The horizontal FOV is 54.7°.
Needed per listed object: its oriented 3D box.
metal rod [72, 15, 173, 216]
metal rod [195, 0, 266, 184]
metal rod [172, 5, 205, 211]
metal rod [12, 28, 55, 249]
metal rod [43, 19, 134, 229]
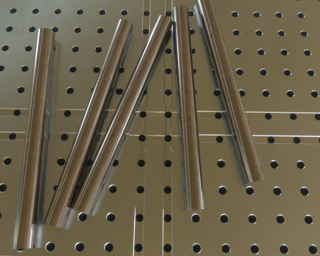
[{"bbox_3d":[-0.043,-0.031,0.422,0.025,0.025,0.300,19,71,6],"label":"metal rod"},{"bbox_3d":[0.094,-0.070,0.438,0.025,0.025,0.299,-10,70,-4],"label":"metal rod"},{"bbox_3d":[0.037,-0.041,0.426,0.025,0.025,0.299,-2,70,-1],"label":"metal rod"},{"bbox_3d":[-0.164,-0.001,0.409,0.025,0.025,0.299,-2,70,-1],"label":"metal rod"},{"bbox_3d":[-0.089,-0.020,0.417,0.025,0.025,0.299,14,70,4],"label":"metal rod"}]
